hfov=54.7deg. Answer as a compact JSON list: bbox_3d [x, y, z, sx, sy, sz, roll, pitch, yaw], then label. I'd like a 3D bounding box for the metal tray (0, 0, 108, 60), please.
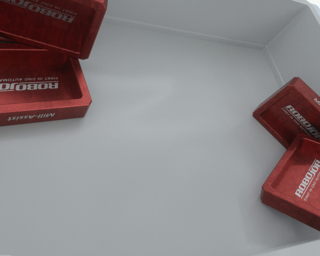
[{"bbox_3d":[-0.131,-0.129,0.332,0.131,0.090,0.030,12,57,-22],"label":"metal tray"}]

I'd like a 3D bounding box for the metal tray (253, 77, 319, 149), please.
[{"bbox_3d":[0.224,-0.005,0.487,0.130,0.090,0.030,45,51,3],"label":"metal tray"}]

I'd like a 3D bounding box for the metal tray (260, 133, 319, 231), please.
[{"bbox_3d":[0.212,0.069,0.432,0.090,0.030,0.131,24,52,33],"label":"metal tray"}]

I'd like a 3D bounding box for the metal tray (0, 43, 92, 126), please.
[{"bbox_3d":[-0.154,-0.051,0.350,0.131,0.030,0.090,-8,66,-32],"label":"metal tray"}]

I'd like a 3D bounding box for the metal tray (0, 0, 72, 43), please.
[{"bbox_3d":[-0.173,-0.148,0.361,0.131,0.089,0.030,-1,24,-29],"label":"metal tray"}]
